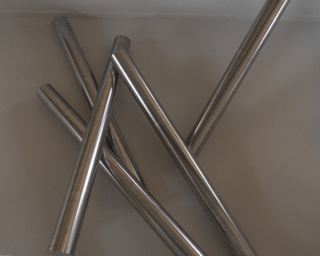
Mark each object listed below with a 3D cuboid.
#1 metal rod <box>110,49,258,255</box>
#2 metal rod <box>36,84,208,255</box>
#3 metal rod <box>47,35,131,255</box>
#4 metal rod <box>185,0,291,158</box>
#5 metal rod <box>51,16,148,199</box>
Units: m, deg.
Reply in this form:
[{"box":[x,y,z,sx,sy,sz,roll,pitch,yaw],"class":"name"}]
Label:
[{"box":[0.025,0.030,0.379,0.025,0.025,0.299,-30,80,-11],"class":"metal rod"},{"box":[-0.058,0.045,0.370,0.025,0.025,0.300,-41,67,-14],"class":"metal rod"},{"box":[-0.074,-0.005,0.371,0.025,0.025,0.300,7,55,2],"class":"metal rod"},{"box":[0.110,-0.097,0.381,0.025,0.025,0.299,31,98,10],"class":"metal rod"},{"box":[-0.085,-0.033,0.420,0.025,0.025,0.299,-25,72,-9],"class":"metal rod"}]
